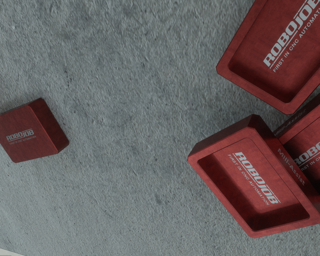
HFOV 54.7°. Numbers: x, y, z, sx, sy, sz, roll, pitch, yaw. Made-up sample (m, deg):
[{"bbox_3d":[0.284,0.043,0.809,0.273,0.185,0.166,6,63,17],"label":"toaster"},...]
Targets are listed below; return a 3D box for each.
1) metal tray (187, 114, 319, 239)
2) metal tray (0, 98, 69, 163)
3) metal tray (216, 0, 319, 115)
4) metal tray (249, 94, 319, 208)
[{"bbox_3d":[0.105,0.058,0.344,0.090,0.030,0.130,-32,101,38],"label":"metal tray"},{"bbox_3d":[-0.227,0.008,0.528,0.130,0.030,0.090,-13,112,33],"label":"metal tray"},{"bbox_3d":[0.122,-0.086,0.285,0.090,0.030,0.129,33,129,6],"label":"metal tray"},{"bbox_3d":[0.171,0.024,0.328,0.090,0.030,0.129,39,129,1],"label":"metal tray"}]
